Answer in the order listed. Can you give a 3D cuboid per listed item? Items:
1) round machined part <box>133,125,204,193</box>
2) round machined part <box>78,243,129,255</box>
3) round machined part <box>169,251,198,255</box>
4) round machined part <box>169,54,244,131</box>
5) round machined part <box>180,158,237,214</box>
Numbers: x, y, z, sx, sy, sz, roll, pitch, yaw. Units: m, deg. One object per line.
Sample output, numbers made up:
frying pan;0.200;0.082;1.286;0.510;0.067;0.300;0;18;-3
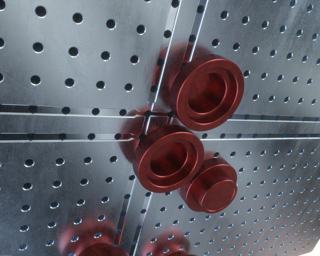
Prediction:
round machined part;0.008;0.038;0.428;0.099;0.042;0.097;-14;124;-21
round machined part;-0.095;0.220;0.484;0.099;0.042;0.097;-14;124;-21
round machined part;0.036;0.275;0.589;0.099;0.042;0.097;-14;124;-21
round machined part;0.056;-0.048;0.400;0.099;0.042;0.097;-14;124;-21
round machined part;0.087;0.101;0.509;0.099;0.042;0.097;-14;124;-21
